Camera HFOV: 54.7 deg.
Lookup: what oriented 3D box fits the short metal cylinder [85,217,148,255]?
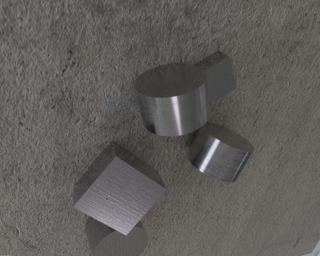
[{"bbox_3d":[-0.064,0.156,0.453,0.081,0.050,0.079,-14,125,-21],"label":"short metal cylinder"}]

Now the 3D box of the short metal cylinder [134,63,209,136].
[{"bbox_3d":[0.015,-0.034,0.358,0.081,0.080,0.050,-22,127,-16],"label":"short metal cylinder"}]

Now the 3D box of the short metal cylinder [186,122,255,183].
[{"bbox_3d":[0.085,0.033,0.438,0.081,0.080,0.050,12,113,-33],"label":"short metal cylinder"}]

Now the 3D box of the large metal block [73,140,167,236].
[{"bbox_3d":[-0.052,0.076,0.396,0.080,0.050,0.080,37,97,-23],"label":"large metal block"}]

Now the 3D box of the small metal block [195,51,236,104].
[{"bbox_3d":[0.068,-0.064,0.404,0.050,0.025,0.050,-31,129,-9],"label":"small metal block"}]
